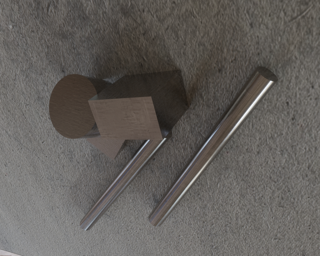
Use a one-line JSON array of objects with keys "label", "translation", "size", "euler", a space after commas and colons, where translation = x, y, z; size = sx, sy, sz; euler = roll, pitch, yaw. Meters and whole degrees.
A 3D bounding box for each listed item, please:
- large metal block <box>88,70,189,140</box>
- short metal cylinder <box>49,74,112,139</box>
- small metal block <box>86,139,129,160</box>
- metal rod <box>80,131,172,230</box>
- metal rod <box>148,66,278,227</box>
[{"label": "large metal block", "translation": [-0.022, -0.028, 0.364], "size": [0.080, 0.080, 0.050], "euler": [-1, 118, 28]}, {"label": "short metal cylinder", "translation": [-0.095, -0.026, 0.402], "size": [0.080, 0.050, 0.079], "euler": [0, 90, 27]}, {"label": "small metal block", "translation": [-0.073, 0.010, 0.450], "size": [0.050, 0.025, 0.050], "euler": [36, 129, 3]}, {"label": "metal rod", "translation": [-0.068, 0.094, 0.498], "size": [0.025, 0.025, 0.298], "euler": [40, 129, 1]}, {"label": "metal rod", "translation": [0.051, 0.046, 0.407], "size": [0.025, 0.025, 0.298], "euler": [34, 129, 5]}]
